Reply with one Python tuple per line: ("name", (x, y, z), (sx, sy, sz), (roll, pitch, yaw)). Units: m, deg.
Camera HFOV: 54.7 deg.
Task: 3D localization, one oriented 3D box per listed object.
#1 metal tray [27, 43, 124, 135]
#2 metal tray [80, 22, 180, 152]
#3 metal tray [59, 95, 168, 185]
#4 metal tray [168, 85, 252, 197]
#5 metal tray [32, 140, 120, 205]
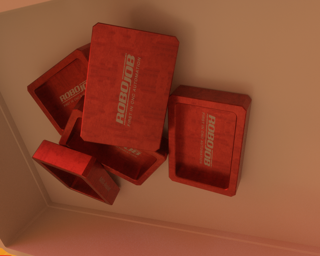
("metal tray", (-0.117, -0.048, 0.433), (0.130, 0.030, 0.090), (-22, 107, 36))
("metal tray", (-0.035, -0.044, 0.349), (0.091, 0.030, 0.129), (9, 105, -4))
("metal tray", (-0.062, 0.021, 0.420), (0.131, 0.030, 0.089), (29, 137, -10))
("metal tray", (0.057, 0.017, 0.383), (0.090, 0.030, 0.129), (12, 124, 21))
("metal tray", (-0.122, 0.071, 0.472), (0.090, 0.030, 0.130), (16, 154, 19))
